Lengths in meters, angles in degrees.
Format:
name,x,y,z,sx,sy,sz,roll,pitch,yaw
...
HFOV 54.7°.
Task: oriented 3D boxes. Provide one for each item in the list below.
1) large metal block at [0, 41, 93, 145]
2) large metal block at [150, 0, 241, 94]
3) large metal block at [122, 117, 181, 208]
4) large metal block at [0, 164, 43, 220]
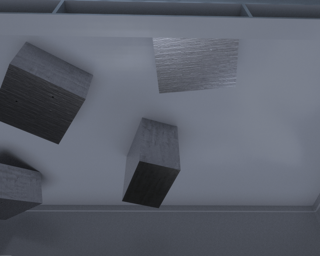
name,x,y,z,sx,sy,sz,roll,pitch,yaw
large metal block,-0.135,-0.038,0.359,0.080,0.050,0.080,26,125,-21
large metal block,0.035,-0.086,0.320,0.080,0.050,0.080,-5,130,3
large metal block,-0.013,0.046,0.412,0.050,0.080,0.079,14,129,-12
large metal block,-0.233,0.095,0.450,0.080,0.050,0.080,-26,151,20
